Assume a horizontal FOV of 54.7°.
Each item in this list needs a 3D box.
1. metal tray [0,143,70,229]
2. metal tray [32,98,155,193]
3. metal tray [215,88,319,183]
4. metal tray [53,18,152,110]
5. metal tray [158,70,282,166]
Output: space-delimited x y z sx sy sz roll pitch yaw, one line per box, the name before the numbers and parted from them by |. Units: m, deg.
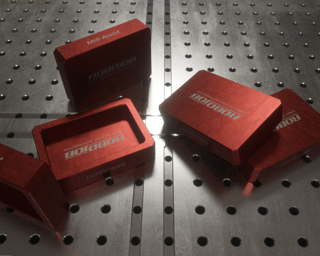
metal tray | -0.165 0.050 0.321 0.130 0.089 0.030 19 53 15
metal tray | -0.082 0.019 0.387 0.131 0.030 0.090 -19 53 -16
metal tray | 0.145 0.005 0.402 0.131 0.030 0.090 -22 54 -18
metal tray | -0.074 -0.090 0.440 0.131 0.089 0.030 -29 56 -23
metal tray | 0.073 -0.020 0.393 0.090 0.030 0.130 -42 48 -18
